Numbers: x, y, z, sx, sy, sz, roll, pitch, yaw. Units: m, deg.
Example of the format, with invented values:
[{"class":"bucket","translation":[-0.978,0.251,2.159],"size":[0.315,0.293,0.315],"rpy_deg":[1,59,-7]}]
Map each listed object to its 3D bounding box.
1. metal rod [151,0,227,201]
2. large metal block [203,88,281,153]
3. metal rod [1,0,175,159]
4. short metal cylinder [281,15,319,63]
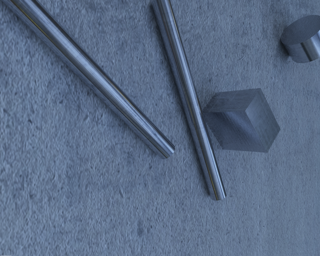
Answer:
[{"class":"metal rod","translation":[0.046,-0.031,0.442],"size":[0.025,0.025,0.298],"rpy_deg":[-30,109,-36]},{"class":"large metal block","translation":[0.122,-0.011,0.472],"size":[0.050,0.080,0.080],"rpy_deg":[-51,120,-28]},{"class":"metal rod","translation":[-0.079,-0.064,0.338],"size":[0.300,0.025,0.025],"rpy_deg":[47,62,-30]},{"class":"short metal cylinder","translation":[0.288,-0.175,0.610],"size":[0.050,0.080,0.080],"rpy_deg":[44,64,-32]}]
